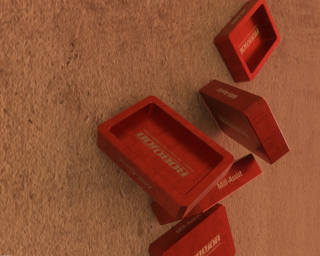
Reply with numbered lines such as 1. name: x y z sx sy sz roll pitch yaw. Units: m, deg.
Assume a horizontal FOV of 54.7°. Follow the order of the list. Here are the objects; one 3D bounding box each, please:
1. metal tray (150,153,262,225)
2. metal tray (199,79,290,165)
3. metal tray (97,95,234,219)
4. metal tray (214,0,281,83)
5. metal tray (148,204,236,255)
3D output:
1. metal tray: 0.063 0.080 0.411 0.131 0.090 0.030 -20 79 -38
2. metal tray: 0.112 -0.013 0.430 0.030 0.130 0.090 -37 116 -3
3. metal tray: 0.005 0.026 0.348 0.091 0.130 0.030 -35 154 -35
4. metal tray: 0.153 -0.150 0.528 0.130 0.030 0.090 -50 120 -28
5. metal tray: 0.051 0.176 0.445 0.131 0.030 0.089 -25 106 -37
